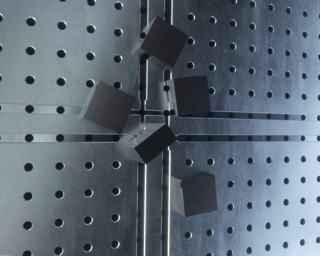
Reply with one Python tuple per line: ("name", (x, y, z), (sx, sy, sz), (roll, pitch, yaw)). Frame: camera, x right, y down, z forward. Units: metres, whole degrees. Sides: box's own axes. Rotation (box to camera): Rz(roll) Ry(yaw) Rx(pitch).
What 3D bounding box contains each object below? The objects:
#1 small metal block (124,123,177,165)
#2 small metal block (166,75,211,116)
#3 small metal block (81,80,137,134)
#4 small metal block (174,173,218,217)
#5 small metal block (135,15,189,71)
("small metal block", (-0.013, 0.019, 0.396), (0.050, 0.050, 0.025), (-38, 103, -16))
("small metal block", (0.040, -0.044, 0.428), (0.050, 0.025, 0.050), (-8, 93, -20))
("small metal block", (-0.065, -0.025, 0.389), (0.050, 0.025, 0.050), (25, 82, -19))
("small metal block", (0.050, 0.092, 0.433), (0.050, 0.025, 0.050), (-6, 92, -20))
("small metal block", (0.002, -0.112, 0.414), (0.050, 0.025, 0.050), (29, 80, -18))
